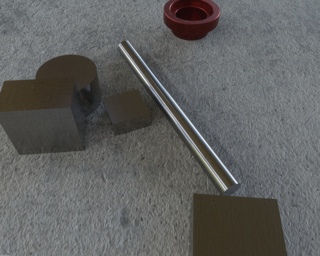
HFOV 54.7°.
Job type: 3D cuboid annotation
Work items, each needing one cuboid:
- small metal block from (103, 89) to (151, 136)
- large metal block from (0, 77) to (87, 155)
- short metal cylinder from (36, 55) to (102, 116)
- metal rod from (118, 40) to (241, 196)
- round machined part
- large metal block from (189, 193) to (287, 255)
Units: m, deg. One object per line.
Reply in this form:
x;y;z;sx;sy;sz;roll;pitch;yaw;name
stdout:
-0.045;-0.022;0.421;0.050;0.025;0.050;-17;52;-14;small metal block
-0.138;-0.013;0.377;0.081;0.080;0.050;-4;50;-4;large metal block
-0.125;-0.058;0.434;0.081;0.050;0.080;0;50;0;short metal cylinder
0.011;-0.032;0.430;0.025;0.025;0.300;-22;54;-17;metal rod
0.055;-0.194;0.556;0.099;0.042;0.098;0;50;0;round machined part
0.070;0.112;0.293;0.080;0.050;0.080;4;50;2;large metal block
